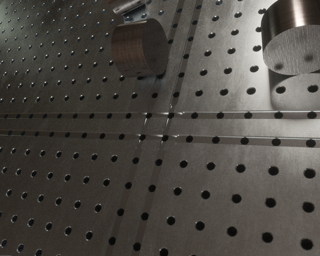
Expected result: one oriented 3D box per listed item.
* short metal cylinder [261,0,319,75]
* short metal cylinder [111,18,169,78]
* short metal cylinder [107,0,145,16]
[{"bbox_3d":[0.159,-0.105,0.354,0.080,0.080,0.050,-7,59,24],"label":"short metal cylinder"},{"bbox_3d":[-0.028,-0.117,0.457,0.050,0.080,0.080,-1,61,27],"label":"short metal cylinder"},{"bbox_3d":[-0.068,-0.252,0.561,0.050,0.080,0.080,-21,54,16],"label":"short metal cylinder"}]
